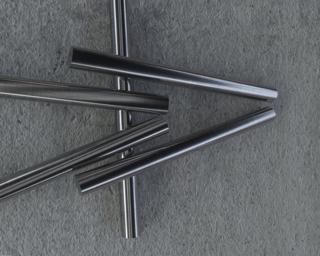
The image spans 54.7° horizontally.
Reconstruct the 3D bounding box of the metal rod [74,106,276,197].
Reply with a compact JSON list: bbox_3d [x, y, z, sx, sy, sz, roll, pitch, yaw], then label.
[{"bbox_3d":[0.038,0.022,0.409,0.302,0.025,0.025,-18,97,-26],"label":"metal rod"}]

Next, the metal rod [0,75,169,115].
[{"bbox_3d":[-0.138,-0.042,0.344,0.302,0.025,0.025,5,88,-15],"label":"metal rod"}]

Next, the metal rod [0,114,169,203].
[{"bbox_3d":[-0.130,0.051,0.348,0.302,0.025,0.025,-22,98,-14],"label":"metal rod"}]

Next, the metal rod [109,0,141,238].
[{"bbox_3d":[-0.045,-0.012,0.394,0.025,0.025,0.298,-3,91,-20],"label":"metal rod"}]

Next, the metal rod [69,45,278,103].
[{"bbox_3d":[0.036,-0.065,0.407,0.302,0.025,0.025,6,88,-27],"label":"metal rod"}]
